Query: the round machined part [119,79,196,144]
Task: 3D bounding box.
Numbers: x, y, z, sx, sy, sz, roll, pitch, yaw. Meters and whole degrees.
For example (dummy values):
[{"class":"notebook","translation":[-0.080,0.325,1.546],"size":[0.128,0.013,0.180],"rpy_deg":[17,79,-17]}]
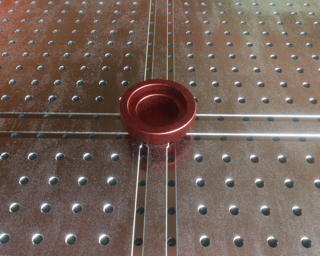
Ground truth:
[{"class":"round machined part","translation":[-0.003,-0.017,0.410],"size":[0.099,0.042,0.098],"rpy_deg":[0,50,0]}]
